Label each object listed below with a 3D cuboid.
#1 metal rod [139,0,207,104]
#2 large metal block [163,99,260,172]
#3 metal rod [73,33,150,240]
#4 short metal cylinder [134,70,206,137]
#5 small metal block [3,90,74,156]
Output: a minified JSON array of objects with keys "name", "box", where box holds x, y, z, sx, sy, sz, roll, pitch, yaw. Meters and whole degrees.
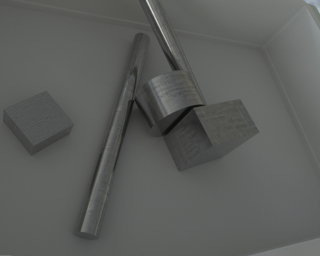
[{"name":"metal rod","box":[-0.005,-0.146,0.400,0.025,0.025,0.299,-48,120,-39]},{"name":"large metal block","box":[0.064,0.010,0.401,0.081,0.080,0.050,-13,69,-34]},{"name":"metal rod","box":[-0.050,-0.015,0.389,0.025,0.025,0.300,22,53,-16]},{"name":"short metal cylinder","box":[0.014,-0.030,0.397,0.081,0.080,0.050,-12,68,-33]},{"name":"small metal block","box":[-0.132,-0.006,0.339,0.050,0.025,0.050,49,51,6]}]
